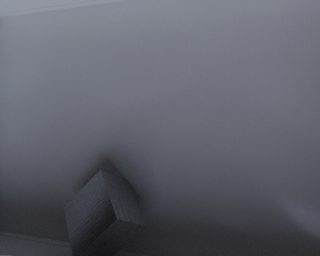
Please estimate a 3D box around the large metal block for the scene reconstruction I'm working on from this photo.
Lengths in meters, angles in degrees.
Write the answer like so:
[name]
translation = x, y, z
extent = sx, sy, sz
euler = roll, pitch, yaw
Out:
[large metal block]
translation = -0.075, 0.116, 0.405
extent = 0.080, 0.050, 0.080
euler = -46, 44, 14
